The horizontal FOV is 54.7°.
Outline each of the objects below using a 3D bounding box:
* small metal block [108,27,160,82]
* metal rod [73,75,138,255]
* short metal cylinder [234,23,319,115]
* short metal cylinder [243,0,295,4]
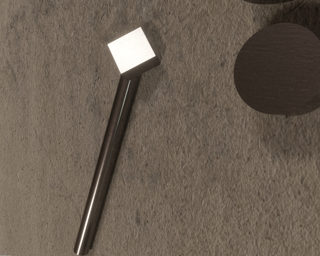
[{"bbox_3d":[-0.035,-0.099,0.418,0.050,0.025,0.050,-27,71,4],"label":"small metal block"},{"bbox_3d":[-0.086,0.063,0.473,0.025,0.025,0.298,28,107,36],"label":"metal rod"},{"bbox_3d":[0.118,-0.052,0.291,0.080,0.050,0.079,0,90,39],"label":"short metal cylinder"},{"bbox_3d":[0.110,-0.152,0.278,0.080,0.081,0.050,-3,88,39],"label":"short metal cylinder"}]
